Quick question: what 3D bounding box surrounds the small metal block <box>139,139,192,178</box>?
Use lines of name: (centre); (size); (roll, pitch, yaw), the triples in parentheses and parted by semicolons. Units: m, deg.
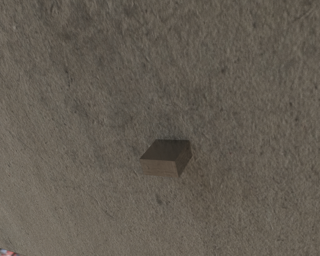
small metal block: (0.009, 0.039, 0.410); (0.050, 0.050, 0.025); (1, 119, 28)
